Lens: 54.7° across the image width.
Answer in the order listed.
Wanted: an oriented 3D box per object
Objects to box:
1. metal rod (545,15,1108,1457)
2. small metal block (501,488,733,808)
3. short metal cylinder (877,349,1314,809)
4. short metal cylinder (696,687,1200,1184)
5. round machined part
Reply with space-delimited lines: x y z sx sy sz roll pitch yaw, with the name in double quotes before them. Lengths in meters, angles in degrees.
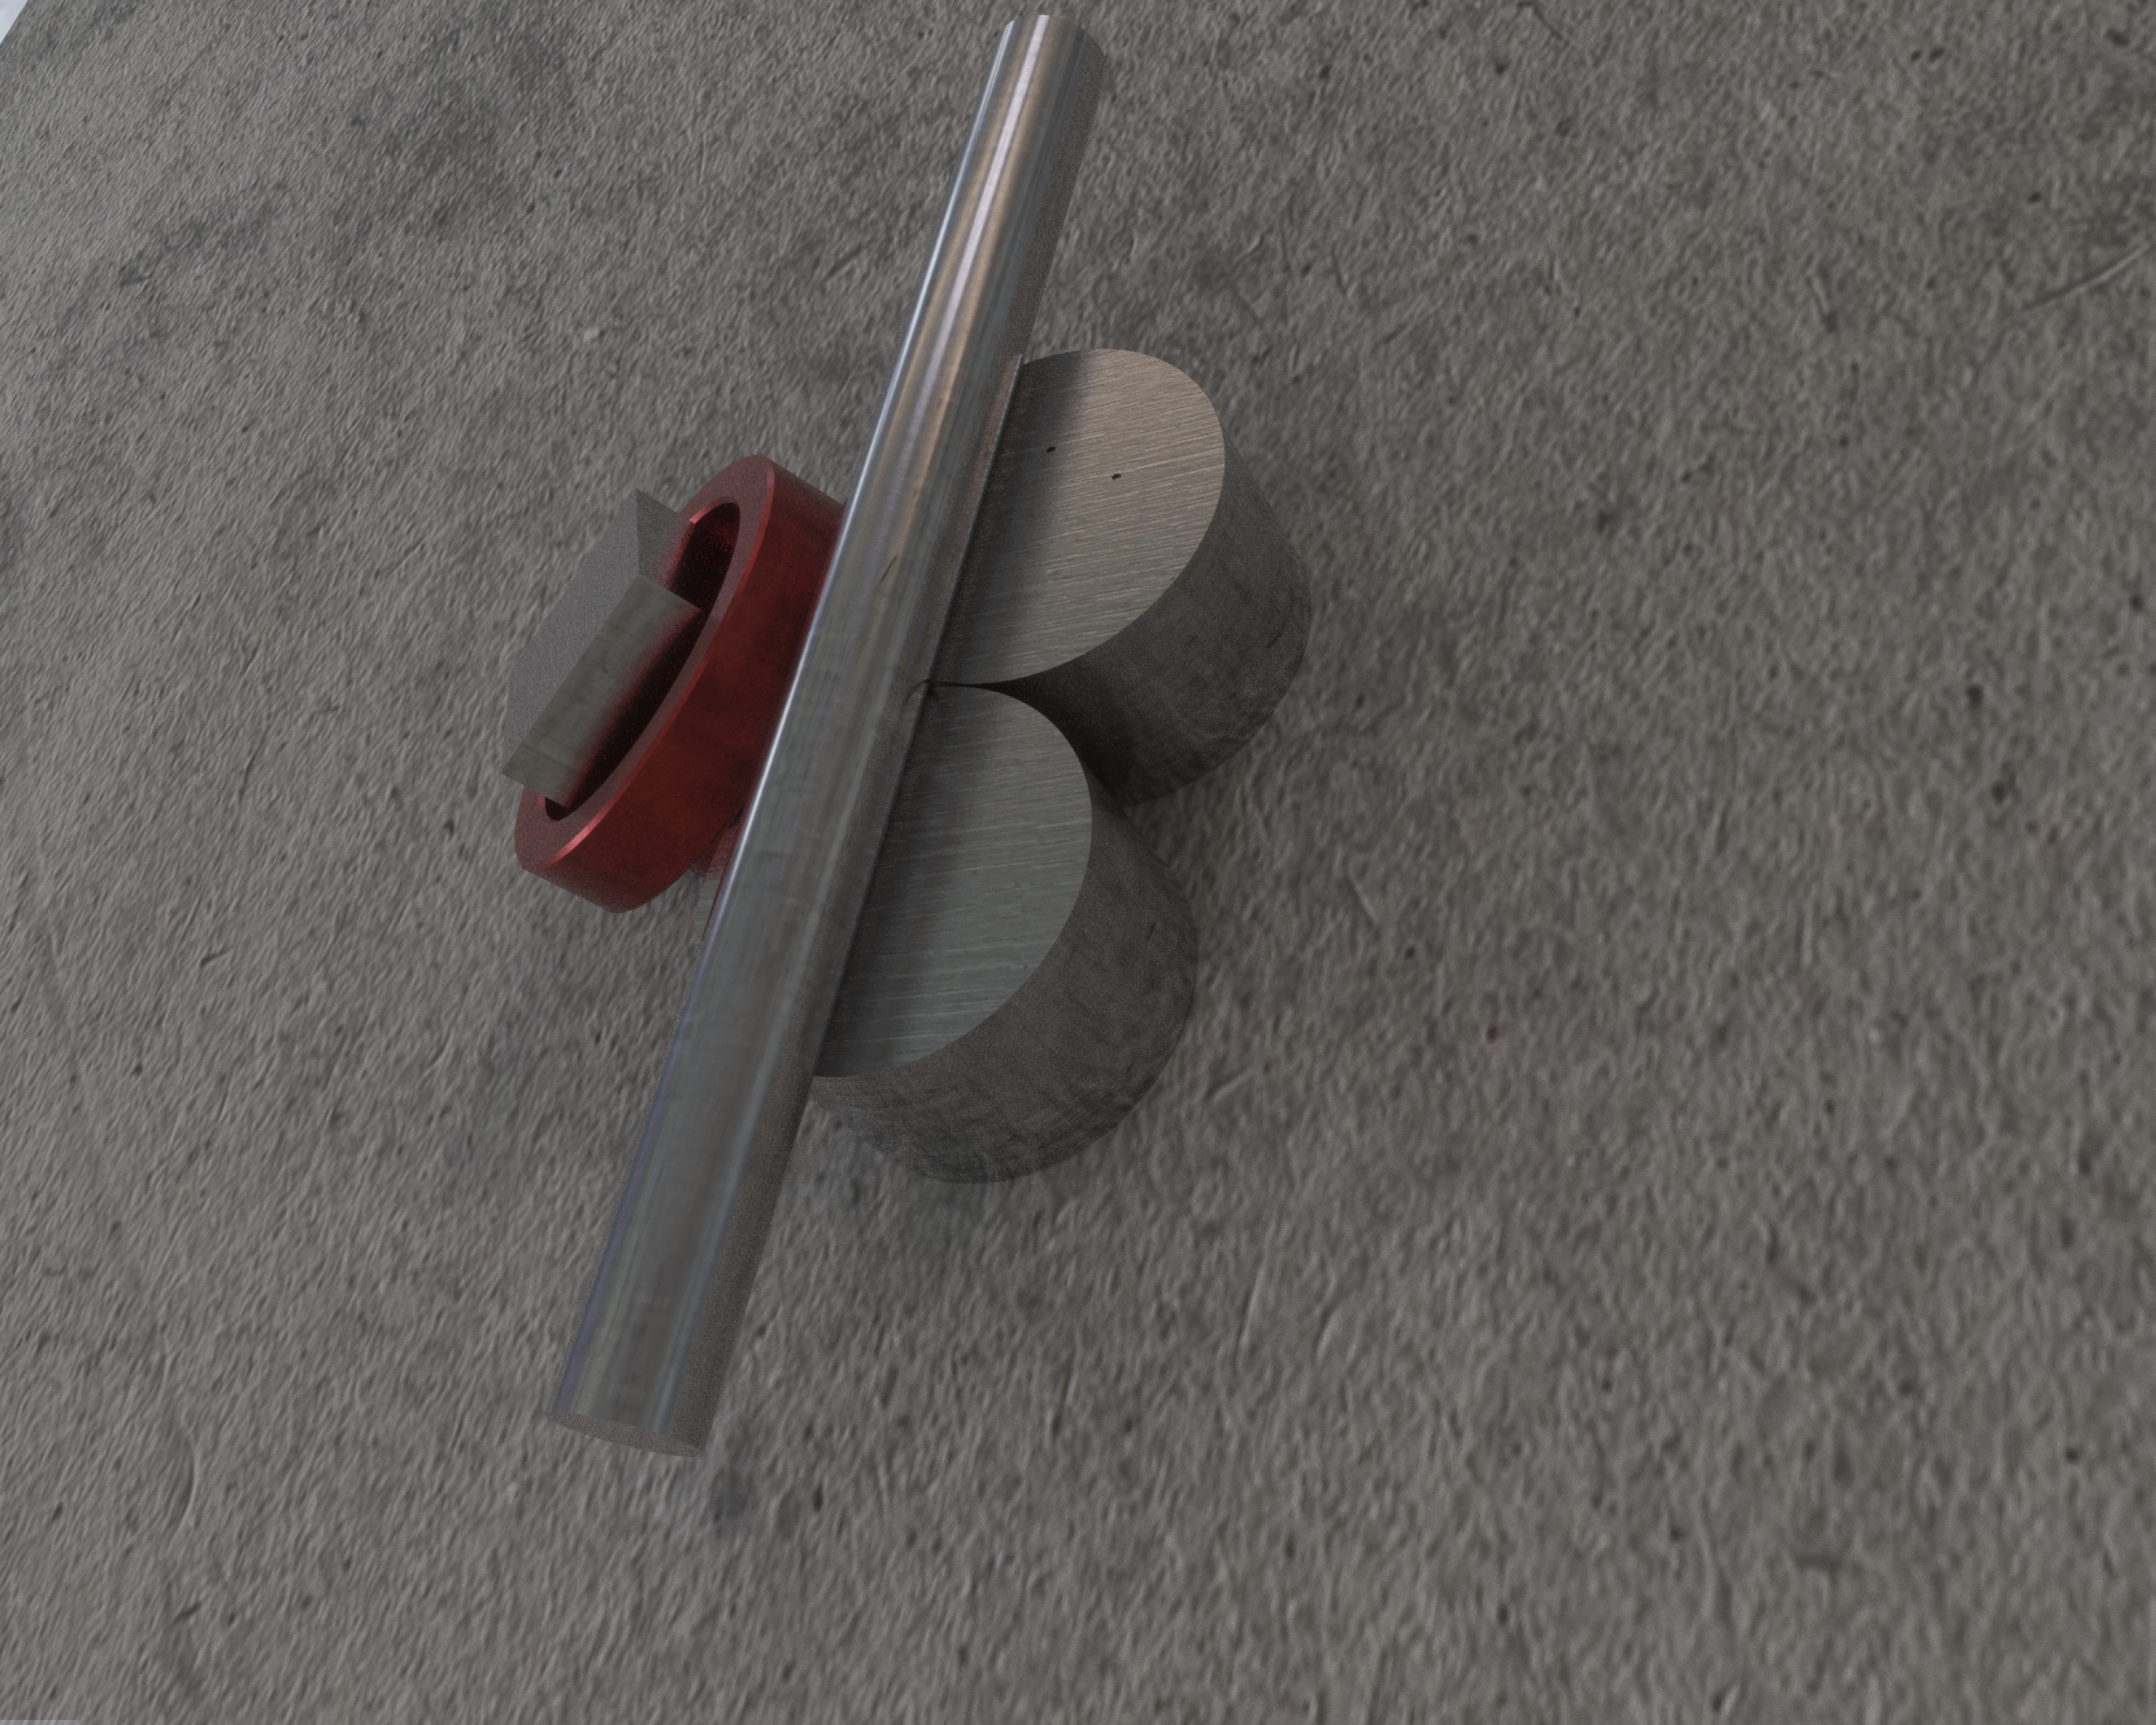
"metal rod" -0.038 -0.043 0.388 0.025 0.025 0.300 -1 61 28
"small metal block" -0.093 -0.042 0.428 0.050 0.025 0.050 -51 27 16
"short metal cylinder" 0.001 -0.057 0.424 0.080 0.050 0.080 -13 56 21
"short metal cylinder" -0.024 0.014 0.393 0.080 0.050 0.080 -13 55 20
"round machined part" -0.074 -0.032 0.437 0.098 0.042 0.098 -42 31 33
